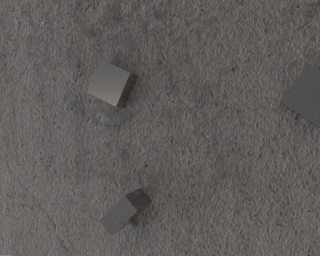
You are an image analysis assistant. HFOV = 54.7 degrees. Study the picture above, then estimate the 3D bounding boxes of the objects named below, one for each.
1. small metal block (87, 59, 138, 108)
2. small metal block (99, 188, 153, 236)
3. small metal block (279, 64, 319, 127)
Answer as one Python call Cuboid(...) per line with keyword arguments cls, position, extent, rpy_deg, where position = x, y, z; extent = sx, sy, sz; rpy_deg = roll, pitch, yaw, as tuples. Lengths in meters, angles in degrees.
Cuboid(cls="small metal block", position=(-0.066, -0.062, 0.432), extent=(0.050, 0.025, 0.050), rpy_deg=(27, 99, 18))
Cuboid(cls="small metal block", position=(-0.044, 0.110, 0.411), extent=(0.050, 0.050, 0.025), rpy_deg=(-46, 76, 14))
Cuboid(cls="small metal block", position=(0.172, -0.036, 0.348), extent=(0.050, 0.025, 0.050), rpy_deg=(38, 102, 16))
